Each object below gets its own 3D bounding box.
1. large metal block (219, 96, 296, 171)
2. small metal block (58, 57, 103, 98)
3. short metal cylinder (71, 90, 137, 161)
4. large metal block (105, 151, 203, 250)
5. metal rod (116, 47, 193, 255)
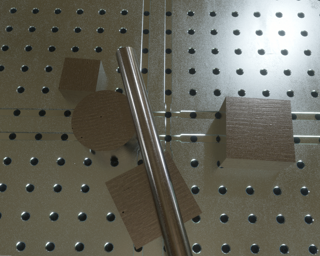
[{"bbox_3d":[0.120,0.009,0.397,0.081,0.050,0.080,4,70,1],"label":"large metal block"},{"bbox_3d":[-0.110,-0.069,0.436,0.050,0.025,0.050,4,70,1],"label":"small metal block"},{"bbox_3d":[-0.067,-0.002,0.398,0.081,0.050,0.080,0,70,0],"label":"short metal cylinder"},{"bbox_3d":[-0.008,0.086,0.367,0.080,0.050,0.080,-26,72,-10],"label":"large metal block"},{"bbox_3d":[-0.005,0.040,0.344,0.025,0.025,0.299,-14,71,-5],"label":"metal rod"}]
